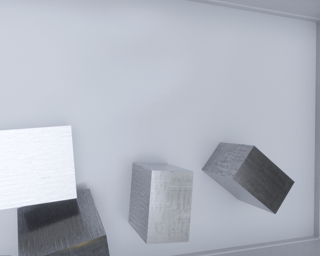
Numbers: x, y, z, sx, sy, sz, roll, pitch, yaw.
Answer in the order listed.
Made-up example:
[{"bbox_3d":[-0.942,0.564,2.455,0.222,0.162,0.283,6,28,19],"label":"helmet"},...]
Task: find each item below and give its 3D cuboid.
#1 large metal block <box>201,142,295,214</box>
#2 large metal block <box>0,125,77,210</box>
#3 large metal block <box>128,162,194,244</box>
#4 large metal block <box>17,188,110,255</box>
[{"bbox_3d":[0.118,0.065,0.425,0.080,0.080,0.050,40,78,-16],"label":"large metal block"},{"bbox_3d":[-0.140,0.040,0.346,0.081,0.050,0.079,-5,92,-20],"label":"large metal block"},{"bbox_3d":[-0.002,0.087,0.381,0.050,0.080,0.080,5,89,-20],"label":"large metal block"},{"bbox_3d":[-0.105,0.119,0.336,0.081,0.080,0.050,-13,119,-20],"label":"large metal block"}]
